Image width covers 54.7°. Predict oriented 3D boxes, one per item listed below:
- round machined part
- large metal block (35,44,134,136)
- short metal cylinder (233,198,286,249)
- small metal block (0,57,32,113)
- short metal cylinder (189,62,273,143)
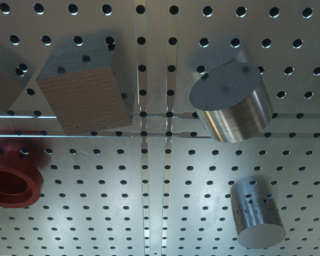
[{"bbox_3d":[-0.223,0.073,0.461,0.099,0.042,0.097,0,130,0],"label":"round machined part"},{"bbox_3d":[-0.080,-0.042,0.358,0.080,0.050,0.080,-10,130,8],"label":"large metal block"},{"bbox_3d":[0.171,0.167,0.539,0.081,0.050,0.079,0,130,0],"label":"short metal cylinder"},{"bbox_3d":[-0.190,-0.052,0.365,0.050,0.025,0.050,35,122,-26],"label":"small metal block"},{"bbox_3d":[0.081,-0.030,0.351,0.080,0.080,0.050,-21,127,17],"label":"short metal cylinder"}]
